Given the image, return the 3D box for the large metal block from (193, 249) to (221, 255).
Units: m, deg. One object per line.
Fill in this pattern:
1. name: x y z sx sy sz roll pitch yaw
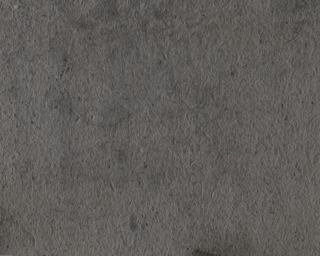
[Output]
1. large metal block: 0.075 0.214 0.398 0.080 0.050 0.080 14 90 0
